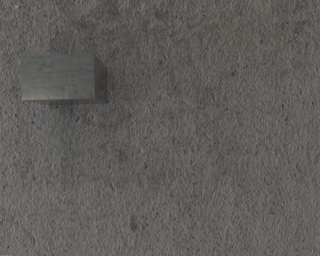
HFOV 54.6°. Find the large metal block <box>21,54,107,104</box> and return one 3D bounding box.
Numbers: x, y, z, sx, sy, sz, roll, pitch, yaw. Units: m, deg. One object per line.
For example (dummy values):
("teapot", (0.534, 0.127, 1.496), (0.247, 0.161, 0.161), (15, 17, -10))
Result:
("large metal block", (-0.113, -0.057, 0.382), (0.080, 0.080, 0.050), (-1, 90, 0))
